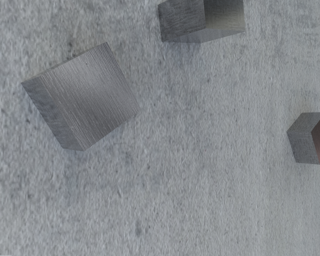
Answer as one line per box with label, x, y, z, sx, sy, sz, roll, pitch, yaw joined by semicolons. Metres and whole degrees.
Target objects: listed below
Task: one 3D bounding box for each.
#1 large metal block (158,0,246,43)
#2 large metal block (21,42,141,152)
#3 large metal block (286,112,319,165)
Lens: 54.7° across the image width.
large metal block;0.056;-0.148;0.418;0.081;0.080;0.050;-12;98;-40
large metal block;-0.079;-0.032;0.323;0.080;0.050;0.080;-40;115;-33
large metal block;0.323;0.021;0.664;0.080;0.050;0.080;-39;114;-33
